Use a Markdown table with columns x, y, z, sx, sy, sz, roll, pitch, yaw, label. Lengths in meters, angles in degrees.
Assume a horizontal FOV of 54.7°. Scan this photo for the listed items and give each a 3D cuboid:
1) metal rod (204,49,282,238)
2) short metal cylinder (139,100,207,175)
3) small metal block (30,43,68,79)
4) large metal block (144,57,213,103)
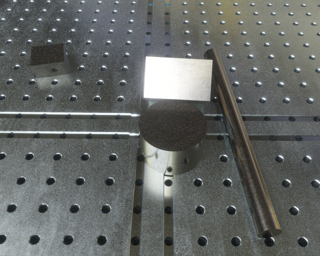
| x | y | z | sx | sy | sz | roll | pitch | yaw | label |
| --- | --- | --- | --- | --- | --- | --- | --- | --- | --- |
| 0.099 | -0.006 | 0.413 | 0.025 | 0.025 | 0.300 | -4 | 50 | -4 | metal rod |
| 0.015 | 0.011 | 0.382 | 0.081 | 0.050 | 0.080 | 0 | 50 | 0 | short metal cylinder |
| -0.177 | -0.108 | 0.496 | 0.050 | 0.025 | 0.050 | -10 | 51 | -9 | small metal block |
| 0.024 | -0.061 | 0.415 | 0.080 | 0.080 | 0.050 | 3 | 92 | 2 | large metal block |
